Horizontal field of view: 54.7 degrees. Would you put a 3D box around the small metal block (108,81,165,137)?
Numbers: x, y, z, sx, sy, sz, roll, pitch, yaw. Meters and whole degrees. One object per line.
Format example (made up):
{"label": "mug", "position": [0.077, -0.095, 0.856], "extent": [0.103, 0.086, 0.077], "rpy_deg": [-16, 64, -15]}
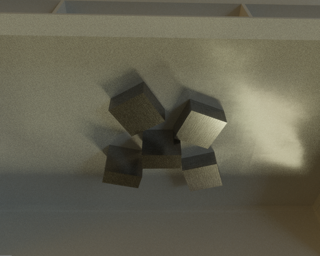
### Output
{"label": "small metal block", "position": [-0.028, -0.023, 0.389], "extent": [0.050, 0.025, 0.050], "rpy_deg": [-25, 126, 19]}

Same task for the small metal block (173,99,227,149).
{"label": "small metal block", "position": [0.051, -0.005, 0.406], "extent": [0.050, 0.025, 0.050], "rpy_deg": [18, 128, -15]}

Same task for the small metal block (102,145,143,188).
{"label": "small metal block", "position": [-0.052, 0.054, 0.438], "extent": [0.050, 0.050, 0.025], "rpy_deg": [11, 129, -10]}

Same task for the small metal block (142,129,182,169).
{"label": "small metal block", "position": [0.002, 0.028, 0.416], "extent": [0.050, 0.050, 0.025], "rpy_deg": [0, 130, -1]}

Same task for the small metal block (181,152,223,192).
{"label": "small metal block", "position": [0.063, 0.066, 0.467], "extent": [0.050, 0.025, 0.050], "rpy_deg": [-13, 129, 10]}
